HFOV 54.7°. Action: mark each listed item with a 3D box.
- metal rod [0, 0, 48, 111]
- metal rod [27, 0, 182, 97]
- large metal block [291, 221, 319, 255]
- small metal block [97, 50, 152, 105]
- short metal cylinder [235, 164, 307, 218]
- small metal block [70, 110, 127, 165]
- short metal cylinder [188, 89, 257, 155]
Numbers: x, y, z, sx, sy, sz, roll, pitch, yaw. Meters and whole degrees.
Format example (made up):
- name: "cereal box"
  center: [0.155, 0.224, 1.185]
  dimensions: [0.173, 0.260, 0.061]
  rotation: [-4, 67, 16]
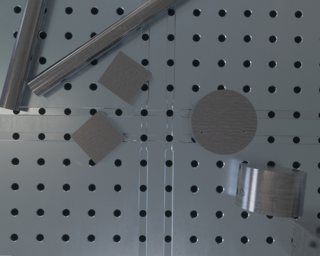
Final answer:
- name: "metal rod"
  center: [-0.163, -0.170, 0.411]
  dimensions: [0.025, 0.025, 0.298]
  rotation: [14, 90, 0]
- name: "metal rod"
  center: [-0.043, -0.136, 0.412]
  dimensions: [0.301, 0.025, 0.025]
  rotation: [-34, 90, 0]
- name: "large metal block"
  center: [0.223, 0.158, 0.387]
  dimensions: [0.080, 0.080, 0.050]
  rotation: [6, 90, 0]
- name: "small metal block"
  center: [-0.046, -0.066, 0.413]
  dimensions: [0.050, 0.025, 0.050]
  rotation: [36, 90, 0]
- name: "short metal cylinder"
  center: [0.137, 0.075, 0.387]
  dimensions: [0.080, 0.080, 0.050]
  rotation: [6, 90, 0]
- name: "small metal block"
  center: [-0.081, 0.012, 0.413]
  dimensions: [0.050, 0.025, 0.050]
  rotation: [-42, 90, 0]
- name: "short metal cylinder"
  center: [0.078, -0.007, 0.401]
  dimensions: [0.081, 0.050, 0.080]
  rotation: [0, 90, 0]
